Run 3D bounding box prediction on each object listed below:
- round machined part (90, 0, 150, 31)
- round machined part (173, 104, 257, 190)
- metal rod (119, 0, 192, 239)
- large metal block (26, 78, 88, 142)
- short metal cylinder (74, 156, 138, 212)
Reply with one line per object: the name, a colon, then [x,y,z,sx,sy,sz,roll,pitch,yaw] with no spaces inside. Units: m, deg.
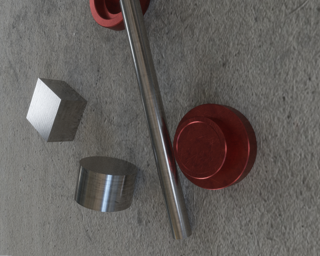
round machined part: [-0.052,-0.186,0.437,0.098,0.042,0.097,0,90,40]
round machined part: [0.054,0.021,0.350,0.098,0.042,0.097,0,90,40]
metal rod: [-0.005,-0.013,0.383,0.025,0.025,0.298,-13,90,39]
large metal block: [-0.181,-0.031,0.538,0.080,0.050,0.079,38,113,33]
short metal cylinder: [-0.075,0.075,0.431,0.080,0.081,0.050,18,102,38]
